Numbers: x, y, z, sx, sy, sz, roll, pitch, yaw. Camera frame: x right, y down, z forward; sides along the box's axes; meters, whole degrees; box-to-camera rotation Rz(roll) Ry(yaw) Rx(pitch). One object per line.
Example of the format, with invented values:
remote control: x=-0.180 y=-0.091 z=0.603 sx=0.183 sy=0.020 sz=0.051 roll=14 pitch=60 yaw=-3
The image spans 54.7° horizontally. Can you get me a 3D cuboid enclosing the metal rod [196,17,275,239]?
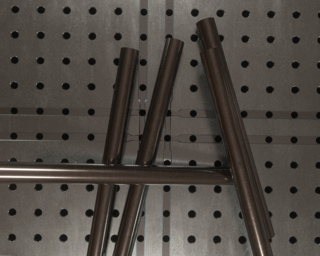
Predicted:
metal rod: x=0.101 y=0.001 z=0.414 sx=0.025 sy=0.025 sz=0.298 roll=-16 pitch=90 yaw=0

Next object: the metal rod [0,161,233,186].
metal rod: x=-0.050 y=0.057 z=0.379 sx=0.302 sy=0.025 sz=0.025 roll=3 pitch=90 yaw=-14

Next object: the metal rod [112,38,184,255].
metal rod: x=-0.016 y=0.029 z=0.413 sx=0.025 sy=0.025 sz=0.298 roll=14 pitch=90 yaw=-1

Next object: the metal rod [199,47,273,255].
metal rod: x=0.100 y=0.047 z=0.392 sx=0.025 sy=0.025 sz=0.298 roll=-15 pitch=91 yaw=0

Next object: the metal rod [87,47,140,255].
metal rod: x=-0.064 y=0.043 z=0.412 sx=0.025 sy=0.025 sz=0.298 roll=9 pitch=90 yaw=-1
